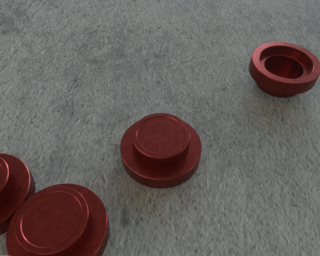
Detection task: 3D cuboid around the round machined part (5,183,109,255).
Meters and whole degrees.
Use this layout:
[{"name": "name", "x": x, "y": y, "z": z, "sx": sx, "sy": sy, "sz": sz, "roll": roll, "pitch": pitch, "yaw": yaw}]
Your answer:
[{"name": "round machined part", "x": -0.102, "y": 0.098, "z": 0.309, "sx": 0.099, "sy": 0.042, "sz": 0.098, "roll": 1, "pitch": 50, "yaw": 0}]

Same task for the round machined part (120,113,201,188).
[{"name": "round machined part", "x": 0.001, "y": 0.020, "z": 0.375, "sx": 0.099, "sy": 0.042, "sz": 0.098, "roll": 0, "pitch": 50, "yaw": 0}]

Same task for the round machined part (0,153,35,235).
[{"name": "round machined part", "x": -0.192, "y": 0.067, "z": 0.334, "sx": 0.099, "sy": 0.042, "sz": 0.098, "roll": 0, "pitch": 50, "yaw": 0}]

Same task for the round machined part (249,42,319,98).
[{"name": "round machined part", "x": 0.183, "y": -0.083, "z": 0.465, "sx": 0.099, "sy": 0.042, "sz": 0.098, "roll": 0, "pitch": 50, "yaw": 0}]
